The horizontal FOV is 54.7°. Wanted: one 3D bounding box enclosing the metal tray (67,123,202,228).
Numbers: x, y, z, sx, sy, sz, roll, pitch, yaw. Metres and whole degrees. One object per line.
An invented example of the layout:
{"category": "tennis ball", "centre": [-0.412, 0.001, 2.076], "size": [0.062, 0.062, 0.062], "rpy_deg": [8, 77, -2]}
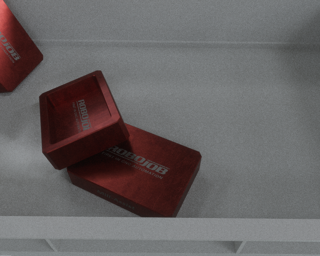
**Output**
{"category": "metal tray", "centre": [-0.028, 0.047, 0.362], "size": [0.130, 0.030, 0.090], "rpy_deg": [21, 53, 16]}

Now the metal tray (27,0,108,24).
{"category": "metal tray", "centre": [-0.182, -0.254, 0.615], "size": [0.130, 0.030, 0.090], "rpy_deg": [17, 52, 13]}

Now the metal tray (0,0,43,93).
{"category": "metal tray", "centre": [-0.237, -0.125, 0.438], "size": [0.030, 0.130, 0.090], "rpy_deg": [-1, 46, 30]}

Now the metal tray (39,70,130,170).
{"category": "metal tray", "centre": [-0.098, -0.017, 0.384], "size": [0.090, 0.030, 0.130], "rpy_deg": [-24, 40, -5]}
